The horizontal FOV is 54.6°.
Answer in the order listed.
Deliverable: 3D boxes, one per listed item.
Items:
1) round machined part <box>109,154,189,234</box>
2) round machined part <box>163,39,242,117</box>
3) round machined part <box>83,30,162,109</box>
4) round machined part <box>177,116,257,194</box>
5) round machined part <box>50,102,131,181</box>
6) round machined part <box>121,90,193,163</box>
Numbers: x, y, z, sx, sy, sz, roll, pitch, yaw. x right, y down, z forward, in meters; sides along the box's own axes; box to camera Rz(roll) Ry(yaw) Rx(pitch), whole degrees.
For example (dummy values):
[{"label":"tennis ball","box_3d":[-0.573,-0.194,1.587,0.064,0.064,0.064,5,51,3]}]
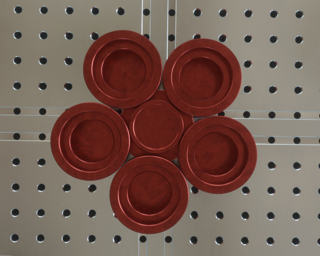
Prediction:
[{"label":"round machined part","box_3d":[-0.013,0.083,0.404,0.099,0.042,0.097,0,90,0]},{"label":"round machined part","box_3d":[0.053,-0.063,0.405,0.099,0.042,0.097,0,90,0]},{"label":"round machined part","box_3d":[-0.046,-0.073,0.404,0.099,0.042,0.097,0,90,0]},{"label":"round machined part","box_3d":[0.072,0.033,0.405,0.099,0.042,0.097,0,90,0]},{"label":"round machined part","box_3d":[-0.086,0.016,0.404,0.099,0.042,0.097,0,90,0]},{"label":"round machined part","box_3d":[-0.005,-0.001,0.404,0.099,0.042,0.097,0,90,0]}]
